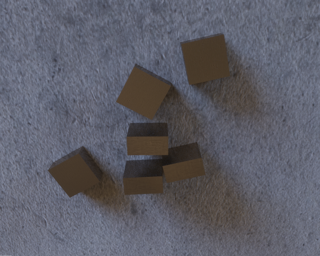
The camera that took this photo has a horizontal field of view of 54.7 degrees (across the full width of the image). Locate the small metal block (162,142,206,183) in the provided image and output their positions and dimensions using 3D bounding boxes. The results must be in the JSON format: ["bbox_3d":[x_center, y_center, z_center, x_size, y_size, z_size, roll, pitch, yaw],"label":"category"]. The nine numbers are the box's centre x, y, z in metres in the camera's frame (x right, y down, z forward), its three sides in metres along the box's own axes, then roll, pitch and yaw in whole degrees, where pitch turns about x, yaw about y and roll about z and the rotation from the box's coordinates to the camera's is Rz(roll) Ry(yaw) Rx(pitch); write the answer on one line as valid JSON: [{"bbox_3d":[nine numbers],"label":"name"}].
[{"bbox_3d":[0.030,0.045,0.414,0.050,0.050,0.025,-13,110,4],"label":"small metal block"}]

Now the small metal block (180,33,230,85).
[{"bbox_3d":[0.055,-0.085,0.379,0.050,0.025,0.050,-12,110,4],"label":"small metal block"}]

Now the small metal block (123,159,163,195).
[{"bbox_3d":[-0.022,0.065,0.420,0.050,0.050,0.025,-3,110,0],"label":"small metal block"}]

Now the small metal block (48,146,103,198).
[{"bbox_3d":[-0.116,0.061,0.431,0.050,0.025,0.050,-29,108,9],"label":"small metal block"}]

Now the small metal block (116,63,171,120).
[{"bbox_3d":[-0.021,-0.046,0.393,0.050,0.025,0.050,27,108,-10],"label":"small metal block"}]

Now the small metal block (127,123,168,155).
[{"bbox_3d":[-0.015,0.013,0.401,0.050,0.050,0.025,0,110,0],"label":"small metal block"}]
